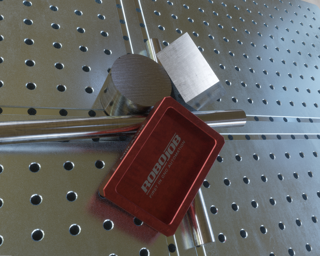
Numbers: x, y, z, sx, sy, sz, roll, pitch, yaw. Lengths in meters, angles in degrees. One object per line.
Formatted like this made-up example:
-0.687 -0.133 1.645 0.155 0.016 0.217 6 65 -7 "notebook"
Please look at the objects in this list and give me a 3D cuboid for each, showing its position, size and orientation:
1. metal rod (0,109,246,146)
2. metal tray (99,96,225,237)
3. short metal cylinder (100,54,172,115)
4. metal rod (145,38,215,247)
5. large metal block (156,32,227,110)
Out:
-0.027 -0.004 0.375 0.303 0.025 0.025 -4 64 -22 "metal rod"
0.005 0.041 0.349 0.090 0.030 0.130 37 71 -12 "metal tray"
-0.032 -0.049 0.404 0.081 0.050 0.080 14 56 -21 "short metal cylinder"
0.020 0.001 0.418 0.025 0.025 0.299 1 62 -28 "metal rod"
0.047 -0.075 0.438 0.080 0.050 0.080 60 14 14 "large metal block"
